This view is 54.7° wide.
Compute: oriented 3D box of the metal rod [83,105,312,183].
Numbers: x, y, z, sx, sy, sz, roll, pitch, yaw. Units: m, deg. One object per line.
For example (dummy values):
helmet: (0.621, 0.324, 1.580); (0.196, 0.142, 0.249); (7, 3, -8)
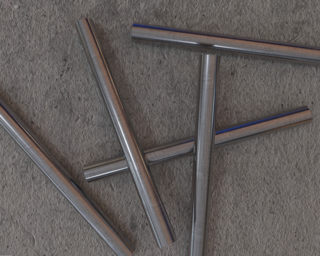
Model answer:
metal rod: (0.049, 0.021, 0.410); (0.302, 0.025, 0.025); (-15, 90, 0)

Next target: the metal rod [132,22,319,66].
metal rod: (0.114, -0.108, 0.410); (0.302, 0.025, 0.025); (7, 90, 0)

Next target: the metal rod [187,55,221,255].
metal rod: (0.053, 0.061, 0.389); (0.025, 0.025, 0.298); (2, 98, 0)

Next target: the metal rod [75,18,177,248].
metal rod: (-0.046, -0.001, 0.389); (0.025, 0.025, 0.299); (-22, 82, 0)

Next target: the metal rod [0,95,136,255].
metal rod: (-0.141, 0.055, 0.408); (0.025, 0.025, 0.300); (-42, 90, 0)
